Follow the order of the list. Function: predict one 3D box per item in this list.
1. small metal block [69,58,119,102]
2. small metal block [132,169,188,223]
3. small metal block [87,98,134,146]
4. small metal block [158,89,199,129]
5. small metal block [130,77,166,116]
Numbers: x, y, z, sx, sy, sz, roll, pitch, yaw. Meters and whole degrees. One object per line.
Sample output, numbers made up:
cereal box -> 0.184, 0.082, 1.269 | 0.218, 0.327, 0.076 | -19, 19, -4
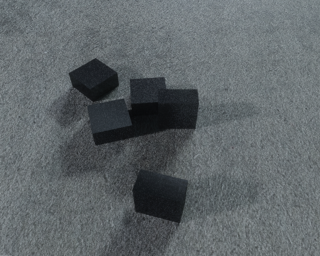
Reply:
small metal block -> -0.098, -0.073, 0.464 | 0.050, 0.025, 0.050 | 36, 59, 26
small metal block -> 0.001, 0.072, 0.326 | 0.050, 0.050, 0.025 | 12, 51, 10
small metal block -> -0.066, -0.009, 0.410 | 0.050, 0.025, 0.050 | -12, 51, -10
small metal block -> 0.023, -0.024, 0.407 | 0.050, 0.050, 0.025 | 0, 50, 0
small metal block -> -0.016, -0.045, 0.441 | 0.050, 0.025, 0.050 | -4, 50, -4
